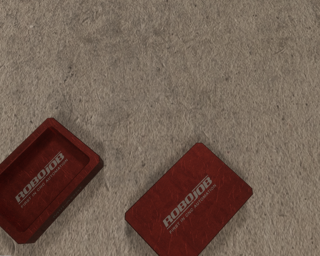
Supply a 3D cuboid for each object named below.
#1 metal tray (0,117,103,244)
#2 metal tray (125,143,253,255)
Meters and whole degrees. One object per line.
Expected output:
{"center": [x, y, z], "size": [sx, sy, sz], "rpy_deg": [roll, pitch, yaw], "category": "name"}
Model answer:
{"center": [-0.146, 0.062, 0.380], "size": [0.090, 0.030, 0.130], "rpy_deg": [38, 74, 12], "category": "metal tray"}
{"center": [0.034, 0.092, 0.372], "size": [0.130, 0.030, 0.090], "rpy_deg": [-43, 76, -14], "category": "metal tray"}
